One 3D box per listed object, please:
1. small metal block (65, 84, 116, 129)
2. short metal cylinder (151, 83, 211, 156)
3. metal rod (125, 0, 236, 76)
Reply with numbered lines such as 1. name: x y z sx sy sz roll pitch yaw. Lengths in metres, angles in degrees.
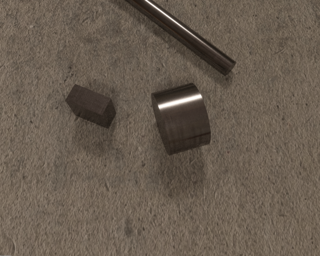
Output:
1. small metal block: -0.088 -0.027 0.404 0.050 0.050 0.025 22 72 7
2. short metal cylinder: 0.024 -0.011 0.383 0.050 0.080 0.080 -16 71 -6
3. metal rod: -0.011 -0.179 0.473 0.300 0.025 0.025 41 75 13
